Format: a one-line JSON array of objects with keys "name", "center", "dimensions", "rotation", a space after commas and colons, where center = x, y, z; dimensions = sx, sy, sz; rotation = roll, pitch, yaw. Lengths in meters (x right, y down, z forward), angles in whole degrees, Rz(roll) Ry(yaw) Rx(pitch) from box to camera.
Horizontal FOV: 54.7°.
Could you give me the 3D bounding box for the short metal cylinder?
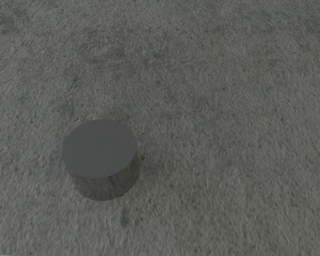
[{"name": "short metal cylinder", "center": [-0.066, 0.036, 0.356], "dimensions": [0.081, 0.050, 0.080], "rotation": [0, 50, 0]}]
